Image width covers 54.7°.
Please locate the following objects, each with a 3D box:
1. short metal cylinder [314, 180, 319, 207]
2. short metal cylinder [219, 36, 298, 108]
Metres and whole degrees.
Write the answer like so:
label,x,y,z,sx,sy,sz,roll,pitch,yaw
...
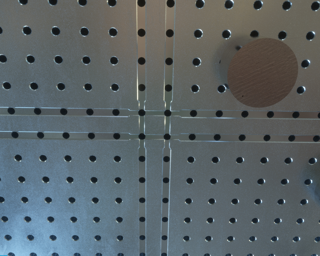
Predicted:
label,x,y,z,sx,sy,sz,roll,pitch,yaw
short metal cylinder,0.273,0.103,0.442,0.081,0.050,0.079,0,110,-1
short metal cylinder,0.117,-0.070,0.376,0.081,0.050,0.079,0,110,-1
